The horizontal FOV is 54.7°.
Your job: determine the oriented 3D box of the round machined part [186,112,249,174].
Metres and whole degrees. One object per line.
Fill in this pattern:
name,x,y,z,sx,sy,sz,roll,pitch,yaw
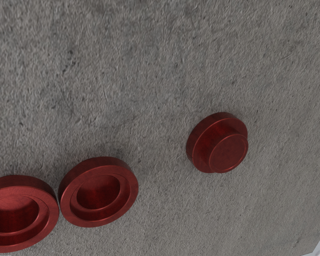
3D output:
round machined part,0.092,0.029,0.464,0.099,0.042,0.097,-14,124,-21

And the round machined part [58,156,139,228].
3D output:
round machined part,-0.081,0.077,0.399,0.099,0.042,0.097,-14,124,-21

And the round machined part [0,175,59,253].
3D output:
round machined part,-0.172,0.094,0.360,0.099,0.042,0.097,-14,124,-21
